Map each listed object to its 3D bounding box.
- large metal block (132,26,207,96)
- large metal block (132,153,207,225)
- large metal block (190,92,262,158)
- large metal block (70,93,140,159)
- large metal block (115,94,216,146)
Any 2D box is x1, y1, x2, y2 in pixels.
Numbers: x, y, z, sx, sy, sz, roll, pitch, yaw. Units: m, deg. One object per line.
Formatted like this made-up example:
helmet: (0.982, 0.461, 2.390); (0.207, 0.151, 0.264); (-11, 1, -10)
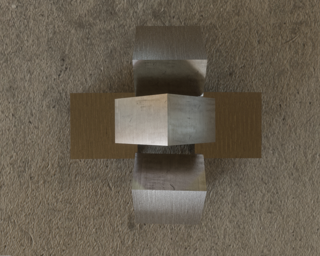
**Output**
large metal block: (0.011, -0.083, 0.378); (0.081, 0.080, 0.050); (0, 134, 0)
large metal block: (0.010, 0.076, 0.378); (0.081, 0.080, 0.050); (1, 47, 0)
large metal block: (0.082, -0.004, 0.397); (0.081, 0.050, 0.079); (0, 90, -1)
large metal block: (-0.068, -0.003, 0.398); (0.081, 0.050, 0.079); (0, 90, -1)
large metal block: (0.006, -0.008, 0.351); (0.080, 0.081, 0.050); (0, 90, 44)
